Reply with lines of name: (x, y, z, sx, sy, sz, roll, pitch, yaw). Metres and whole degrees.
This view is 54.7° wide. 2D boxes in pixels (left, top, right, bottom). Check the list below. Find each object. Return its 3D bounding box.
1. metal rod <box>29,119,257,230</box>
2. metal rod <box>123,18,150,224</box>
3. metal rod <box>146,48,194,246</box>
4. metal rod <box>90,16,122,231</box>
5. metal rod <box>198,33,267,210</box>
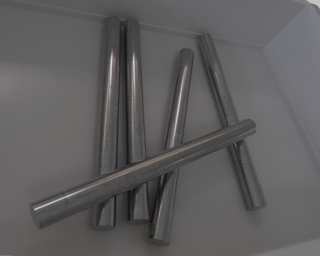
metal rod: (0.009, 0.037, 0.353, 0.302, 0.025, 0.025, -18, 72, -35)
metal rod: (-0.034, -0.030, 0.405, 0.025, 0.025, 0.299, 10, 58, -23)
metal rod: (0.020, 0.001, 0.415, 0.025, 0.025, 0.300, 22, 54, -15)
metal rod: (-0.064, -0.028, 0.388, 0.025, 0.025, 0.299, 11, 57, -22)
metal rod: (0.104, -0.026, 0.476, 0.025, 0.025, 0.299, 3, 60, -27)
